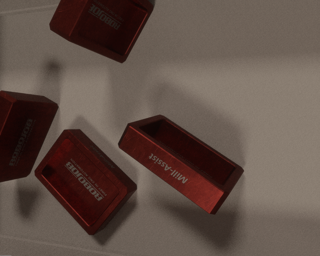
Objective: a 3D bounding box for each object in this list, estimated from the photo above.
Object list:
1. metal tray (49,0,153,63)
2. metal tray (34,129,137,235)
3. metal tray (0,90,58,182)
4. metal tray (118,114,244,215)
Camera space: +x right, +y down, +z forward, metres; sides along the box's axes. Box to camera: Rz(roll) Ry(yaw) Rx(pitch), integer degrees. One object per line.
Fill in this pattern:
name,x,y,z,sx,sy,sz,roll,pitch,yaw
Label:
metal tray,-0.063,-0.136,0.376,0.030,0.130,0.090,34,101,16
metal tray,-0.109,0.074,0.444,0.130,0.030,0.090,42,103,15
metal tray,-0.210,0.014,0.447,0.030,0.090,0.129,29,99,17
metal tray,0.027,0.035,0.363,0.130,0.090,0.030,34,112,16
